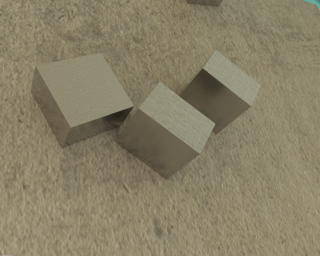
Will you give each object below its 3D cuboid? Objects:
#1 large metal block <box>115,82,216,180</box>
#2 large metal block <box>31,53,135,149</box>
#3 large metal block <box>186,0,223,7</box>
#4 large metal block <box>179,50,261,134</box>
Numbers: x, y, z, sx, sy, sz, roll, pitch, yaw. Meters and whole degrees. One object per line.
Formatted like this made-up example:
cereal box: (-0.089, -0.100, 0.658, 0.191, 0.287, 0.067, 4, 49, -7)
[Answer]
large metal block: (0.004, 0.006, 0.369, 0.080, 0.080, 0.050, 37, 51, -4)
large metal block: (-0.091, -0.034, 0.360, 0.081, 0.050, 0.080, -23, 74, -37)
large metal block: (0.095, -0.286, 0.597, 0.081, 0.080, 0.050, -9, 67, -32)
large metal block: (0.081, -0.049, 0.444, 0.080, 0.080, 0.050, 38, 51, -4)
